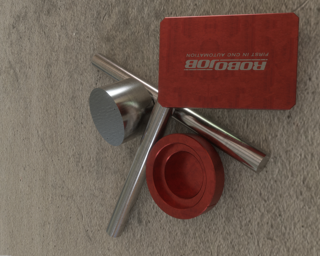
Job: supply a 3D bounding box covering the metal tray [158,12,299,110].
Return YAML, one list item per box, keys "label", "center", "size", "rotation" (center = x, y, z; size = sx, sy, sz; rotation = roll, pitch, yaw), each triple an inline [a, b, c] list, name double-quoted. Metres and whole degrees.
- label: "metal tray"
  center: [0.066, -0.064, 0.312]
  size: [0.131, 0.030, 0.089]
  rotation: [2, 92, 12]

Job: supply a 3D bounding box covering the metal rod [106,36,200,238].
- label: "metal rod"
  center: [-0.017, 0.030, 0.398]
  size: [0.025, 0.025, 0.298]
  rotation: [40, 121, 32]

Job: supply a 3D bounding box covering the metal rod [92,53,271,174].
- label: "metal rod"
  center: [0.005, -0.035, 0.403]
  size: [0.300, 0.025, 0.025]
  rotation: [35, 112, 34]

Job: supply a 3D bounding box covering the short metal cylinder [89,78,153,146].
- label: "short metal cylinder"
  center: [-0.051, -0.022, 0.415]
  size: [0.080, 0.050, 0.079]
  rotation: [29, 132, 40]

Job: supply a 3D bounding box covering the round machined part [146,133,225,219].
- label: "round machined part"
  center: [0.033, 0.055, 0.368]
  size: [0.098, 0.042, 0.097]
  rotation: [0, 90, 40]
